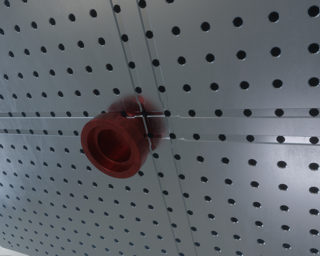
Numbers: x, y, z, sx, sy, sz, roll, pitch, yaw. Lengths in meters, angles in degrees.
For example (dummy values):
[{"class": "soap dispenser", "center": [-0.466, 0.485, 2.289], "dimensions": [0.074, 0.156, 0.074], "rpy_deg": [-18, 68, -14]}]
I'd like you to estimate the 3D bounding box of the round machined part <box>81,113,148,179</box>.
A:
[{"class": "round machined part", "center": [-0.061, 0.021, 0.446], "dimensions": [0.098, 0.042, 0.097], "rpy_deg": [13, 124, 21]}]
